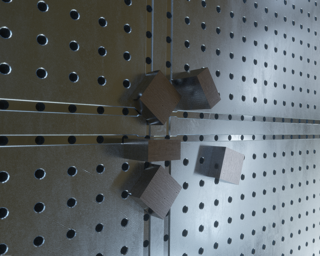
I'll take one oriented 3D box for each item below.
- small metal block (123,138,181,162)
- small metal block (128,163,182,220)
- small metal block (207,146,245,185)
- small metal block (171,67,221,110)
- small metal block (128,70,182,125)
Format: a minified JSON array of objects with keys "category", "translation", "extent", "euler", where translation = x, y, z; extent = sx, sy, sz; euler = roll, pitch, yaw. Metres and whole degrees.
[{"category":"small metal block","translation":[-0.010,0.026,0.384],"extent":[0.050,0.050,0.025],"euler":[1,90,-40]},{"category":"small metal block","translation":[-0.005,0.082,0.404],"extent":[0.050,0.025,0.050],"euler":[49,61,-29]},{"category":"small metal block","translation":[0.106,0.060,0.497],"extent":[0.050,0.025,0.050],"euler":[23,76,-38]},{"category":"small metal block","translation":[0.050,-0.053,0.434],"extent":[0.025,0.050,0.050],"euler":[-41,115,-32]},{"category":"small metal block","translation":[-0.006,-0.039,0.403],"extent":[0.050,0.025,0.050],"euler":[47,62,-30]}]
